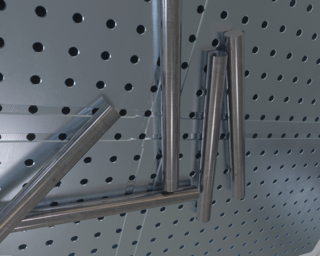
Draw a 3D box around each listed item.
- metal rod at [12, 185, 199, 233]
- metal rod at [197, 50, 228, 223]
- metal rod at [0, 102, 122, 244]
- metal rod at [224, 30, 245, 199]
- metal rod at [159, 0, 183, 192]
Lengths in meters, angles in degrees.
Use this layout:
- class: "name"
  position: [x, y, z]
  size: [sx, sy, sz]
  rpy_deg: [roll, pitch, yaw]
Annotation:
- class: "metal rod"
  position: [-0.077, 0.112, 0.437]
  size: [0.302, 0.025, 0.025]
  rpy_deg: [-3, 120, -27]
- class: "metal rod"
  position: [0.075, 0.032, 0.471]
  size: [0.025, 0.025, 0.298]
  rpy_deg: [-14, 124, -20]
- class: "metal rod"
  position: [-0.157, 0.087, 0.354]
  size: [0.300, 0.025, 0.025]
  rpy_deg: [-47, 130, -5]
- class: "metal rod"
  position: [0.117, 0.001, 0.474]
  size: [0.025, 0.025, 0.299]
  rpy_deg: [-22, 127, -15]
- class: "metal rod"
  position: [0.014, -0.037, 0.394]
  size: [0.025, 0.025, 0.298]
  rpy_deg: [-15, 125, -20]
